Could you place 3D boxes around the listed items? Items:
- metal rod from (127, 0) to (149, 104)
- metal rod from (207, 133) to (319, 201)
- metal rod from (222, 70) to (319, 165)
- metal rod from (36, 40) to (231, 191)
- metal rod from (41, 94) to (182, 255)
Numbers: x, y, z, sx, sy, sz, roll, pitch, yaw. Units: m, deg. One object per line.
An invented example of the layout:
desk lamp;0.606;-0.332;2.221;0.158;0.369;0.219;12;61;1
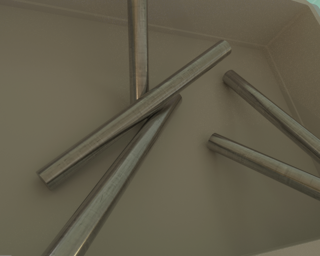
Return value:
metal rod;-0.028;-0.161;0.381;0.025;0.025;0.298;-6;100;-31
metal rod;0.187;0.072;0.354;0.300;0.025;0.025;25;42;34
metal rod;0.186;0.004;0.428;0.025;0.025;0.300;-7;42;-31
metal rod;-0.012;-0.031;0.379;0.302;0.025;0.025;-39;84;-27
metal rod;-0.029;0.031;0.320;0.025;0.025;0.301;38;35;-3
